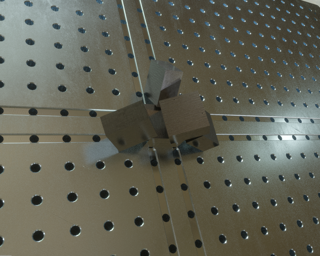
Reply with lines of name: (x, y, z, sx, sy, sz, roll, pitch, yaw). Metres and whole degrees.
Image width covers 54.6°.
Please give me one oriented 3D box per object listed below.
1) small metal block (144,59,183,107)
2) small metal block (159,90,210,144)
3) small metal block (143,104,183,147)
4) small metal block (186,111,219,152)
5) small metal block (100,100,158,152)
small metal block: (0.003, -0.060, 0.417, 0.025, 0.050, 0.050, 3, 25, -26)
small metal block: (0.030, -0.013, 0.385, 0.050, 0.025, 0.050, -15, 65, 1)
small metal block: (0.001, -0.003, 0.410, 0.050, 0.025, 0.050, 2, 61, -27)
small metal block: (0.053, 0.000, 0.422, 0.050, 0.025, 0.050, 27, 45, -52)
small metal block: (-0.035, -0.001, 0.361, 0.050, 0.050, 0.025, -22, 64, 0)
